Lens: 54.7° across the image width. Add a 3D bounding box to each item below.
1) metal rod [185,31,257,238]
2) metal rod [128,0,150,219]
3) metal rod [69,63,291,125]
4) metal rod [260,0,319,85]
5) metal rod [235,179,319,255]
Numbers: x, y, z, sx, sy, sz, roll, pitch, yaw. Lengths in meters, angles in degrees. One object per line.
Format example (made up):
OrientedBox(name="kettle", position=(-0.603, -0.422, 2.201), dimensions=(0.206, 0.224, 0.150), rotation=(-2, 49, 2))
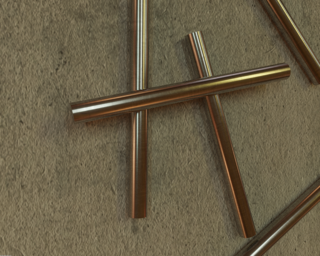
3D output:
OrientedBox(name="metal rod", position=(0.088, 0.013, 0.441), dimensions=(0.025, 0.025, 0.298), rotation=(-19, 96, -19))
OrientedBox(name="metal rod", position=(-0.027, -0.036, 0.398), dimensions=(0.025, 0.025, 0.298), rotation=(1, 90, -20))
OrientedBox(name="metal rod", position=(0.041, -0.049, 0.395), dimensions=(0.302, 0.025, 0.025), rotation=(-13, 95, -20))
OrientedBox(name="metal rod", position=(0.171, -0.191, 0.471), dimensions=(0.025, 0.025, 0.300), rotation=(-43, 104, -15))
OrientedBox(name="metal rod", position=(0.196, 0.145, 0.481), dimensions=(0.301, 0.025, 0.025), rotation=(-34, 101, -17))
